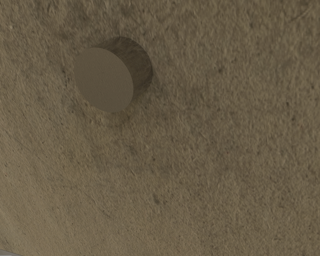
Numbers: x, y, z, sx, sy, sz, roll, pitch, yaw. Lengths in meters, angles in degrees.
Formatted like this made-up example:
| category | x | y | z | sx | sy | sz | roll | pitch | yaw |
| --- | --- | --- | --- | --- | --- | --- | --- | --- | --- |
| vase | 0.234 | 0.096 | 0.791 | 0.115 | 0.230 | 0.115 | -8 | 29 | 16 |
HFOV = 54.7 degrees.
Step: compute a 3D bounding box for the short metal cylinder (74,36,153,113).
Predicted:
| category | x | y | z | sx | sy | sz | roll | pitch | yaw |
| --- | --- | --- | --- | --- | --- | --- | --- | --- | --- |
| short metal cylinder | -0.056 | -0.066 | 0.378 | 0.080 | 0.050 | 0.079 | 13 | 124 | 20 |
